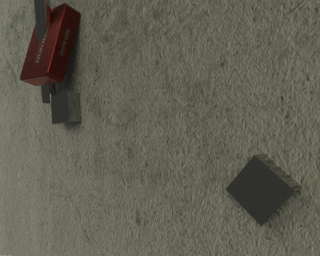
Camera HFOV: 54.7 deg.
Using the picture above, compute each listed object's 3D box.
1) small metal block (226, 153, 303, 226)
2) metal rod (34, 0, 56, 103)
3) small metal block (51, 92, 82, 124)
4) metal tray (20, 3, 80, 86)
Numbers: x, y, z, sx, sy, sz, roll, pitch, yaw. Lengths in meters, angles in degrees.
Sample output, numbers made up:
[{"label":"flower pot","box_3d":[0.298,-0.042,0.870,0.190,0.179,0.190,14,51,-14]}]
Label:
[{"label":"small metal block","box_3d":[0.105,0.062,0.317,0.050,0.025,0.050,46,117,29]},{"label":"metal rod","box_3d":[-0.198,-0.190,0.525,0.025,0.025,0.298,17,113,38]},{"label":"small metal block","box_3d":[-0.163,-0.033,0.536,0.050,0.025,0.050,-6,86,39]},{"label":"metal tray","box_3d":[-0.190,-0.141,0.533,0.090,0.030,0.129,1,75,39]}]
